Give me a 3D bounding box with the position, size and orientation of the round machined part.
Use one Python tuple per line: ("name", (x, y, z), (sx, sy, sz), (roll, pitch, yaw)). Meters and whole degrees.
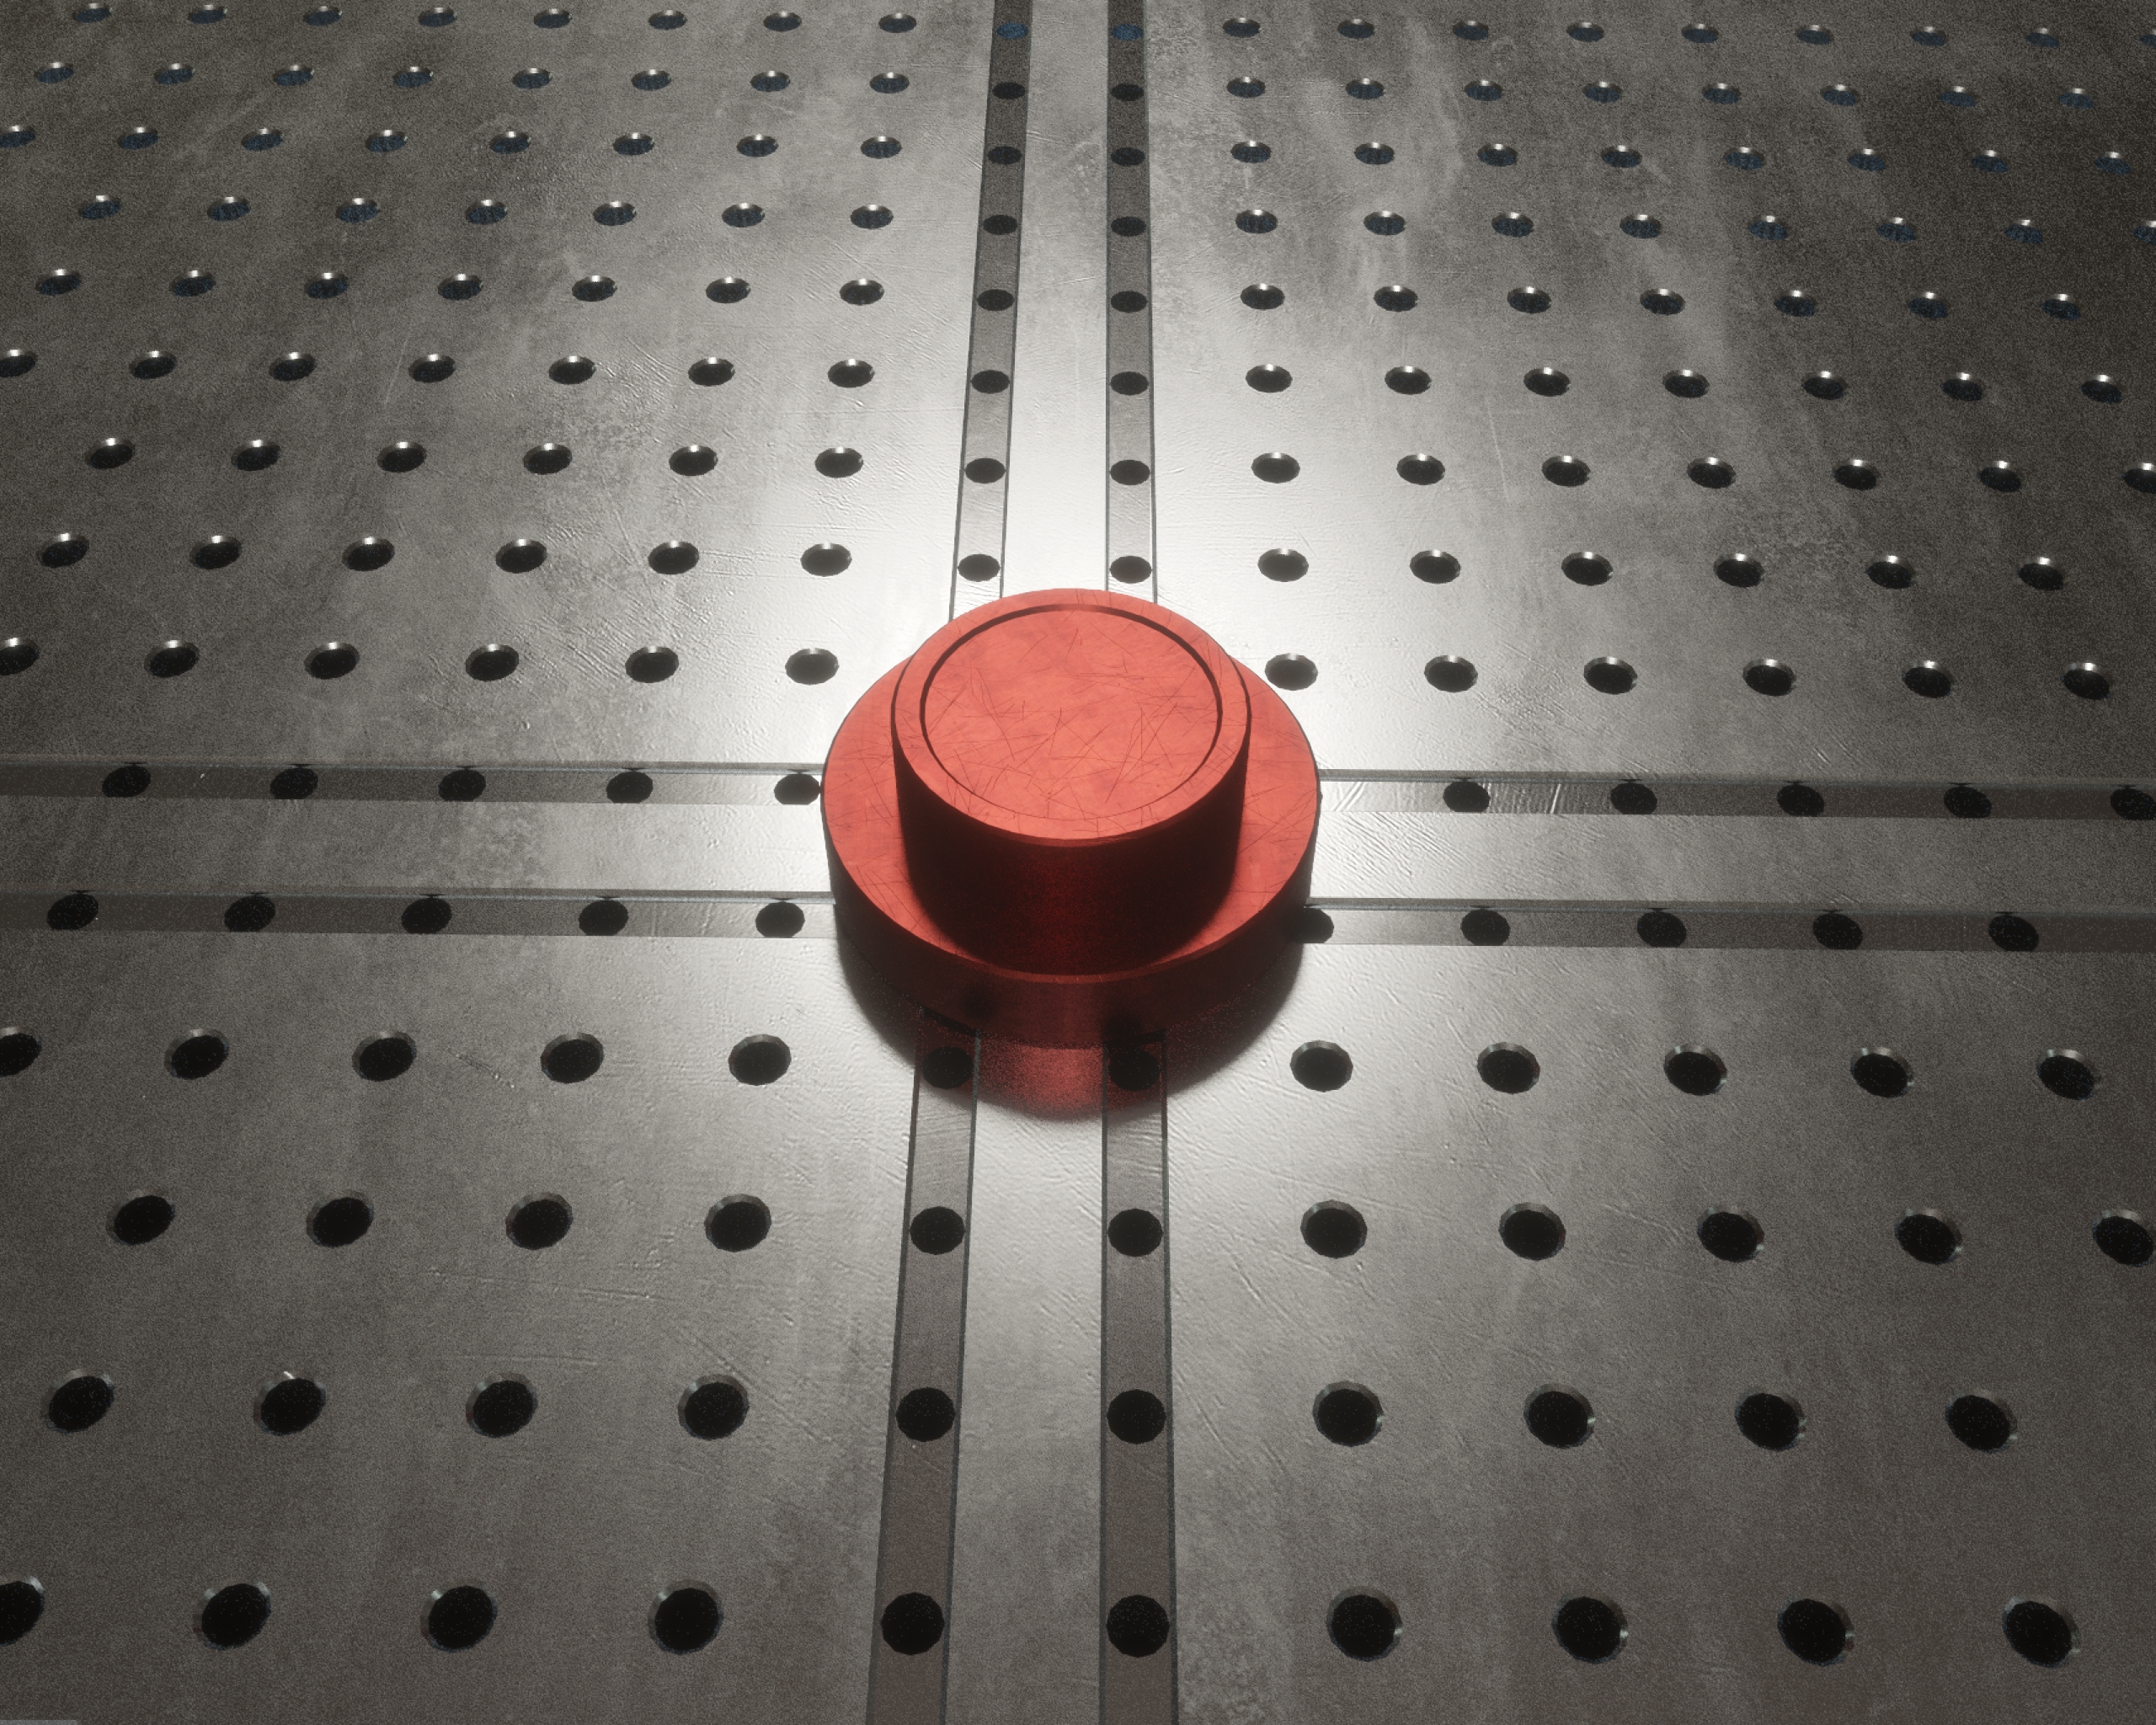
("round machined part", (-0.001, -0.016, 0.410), (0.099, 0.042, 0.098), (0, 50, 0))
